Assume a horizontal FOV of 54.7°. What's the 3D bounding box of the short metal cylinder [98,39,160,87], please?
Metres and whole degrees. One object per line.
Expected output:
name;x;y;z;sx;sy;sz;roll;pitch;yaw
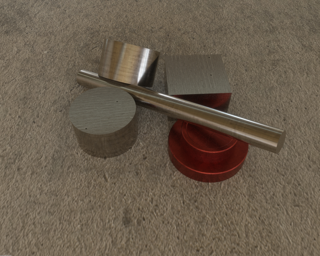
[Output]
short metal cylinder;-0.044;-0.092;0.441;0.080;0.050;0.080;13;12;-3

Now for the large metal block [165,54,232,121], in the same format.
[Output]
large metal block;0.049;-0.058;0.435;0.081;0.050;0.080;-2;50;-2

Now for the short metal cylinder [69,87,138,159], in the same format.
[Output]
short metal cylinder;-0.069;-0.007;0.395;0.081;0.050;0.080;0;50;0

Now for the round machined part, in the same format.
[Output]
round machined part;0.059;0.014;0.381;0.099;0.042;0.098;0;50;0

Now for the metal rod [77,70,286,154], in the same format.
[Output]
metal rod;0.002;-0.031;0.387;0.300;0.025;0.025;21;52;33
